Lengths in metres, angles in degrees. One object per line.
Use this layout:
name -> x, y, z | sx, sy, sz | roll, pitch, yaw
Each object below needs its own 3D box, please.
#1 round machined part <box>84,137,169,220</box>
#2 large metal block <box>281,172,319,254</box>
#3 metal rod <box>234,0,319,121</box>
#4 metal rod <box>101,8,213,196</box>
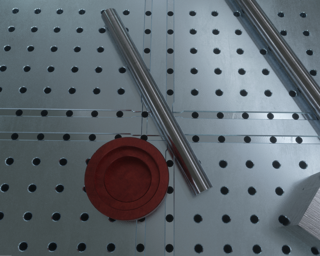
round machined part -> -0.039, 0.063, 0.379 | 0.099, 0.042, 0.098 | 0, 70, 0
large metal block -> 0.206, 0.106, 0.361 | 0.080, 0.050, 0.080 | 35, 74, 12
metal rod -> 0.175, -0.119, 0.455 | 0.025, 0.025, 0.299 | -25, 72, -9
metal rod -> -0.012, -0.048, 0.428 | 0.025, 0.025, 0.299 | -25, 72, -9
